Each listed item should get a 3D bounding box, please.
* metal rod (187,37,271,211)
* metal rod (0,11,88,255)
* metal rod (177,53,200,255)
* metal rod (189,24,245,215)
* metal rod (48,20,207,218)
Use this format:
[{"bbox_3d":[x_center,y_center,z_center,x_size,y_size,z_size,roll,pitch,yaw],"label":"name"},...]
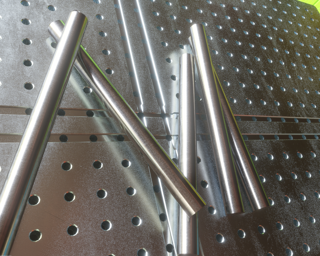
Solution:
[{"bbox_3d":[0.099,-0.023,0.477,0.025,0.025,0.299,-2,63,-30],"label":"metal rod"},{"bbox_3d":[-0.124,-0.009,0.327,0.025,0.025,0.299,19,61,-18],"label":"metal rod"},{"bbox_3d":[0.037,0.014,0.421,0.025,0.025,0.300,16,55,-20],"label":"metal rod"},{"bbox_3d":[0.079,-0.027,0.453,0.025,0.025,0.299,5,64,-26],"label":"metal rod"},{"bbox_3d":[-0.049,-0.022,0.380,0.025,0.025,0.300,-27,72,-37],"label":"metal rod"}]
